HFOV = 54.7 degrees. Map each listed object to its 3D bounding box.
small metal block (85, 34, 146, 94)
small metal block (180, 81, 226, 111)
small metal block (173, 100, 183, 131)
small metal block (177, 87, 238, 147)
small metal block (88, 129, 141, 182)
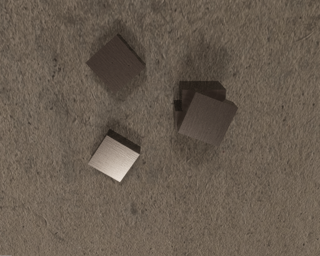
[{"bbox_3d":[-0.053,-0.079,0.380,0.050,0.025,0.050,-38,106,12],"label":"small metal block"},{"bbox_3d":[0.051,-0.041,0.382,0.050,0.050,0.025,0,110,0],"label":"small metal block"},{"bbox_3d":[0.043,-0.017,0.391,0.050,0.050,0.025,-1,110,0],"label":"small metal block"},{"bbox_3d":[0.053,-0.013,0.353,0.050,0.025,0.050,20,109,-8],"label":"small metal block"},{"bbox_3d":[-0.062,0.037,0.423,0.050,0.025,0.050,32,107,-12],"label":"small metal block"}]
